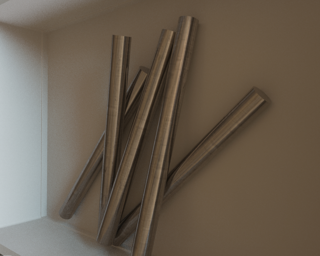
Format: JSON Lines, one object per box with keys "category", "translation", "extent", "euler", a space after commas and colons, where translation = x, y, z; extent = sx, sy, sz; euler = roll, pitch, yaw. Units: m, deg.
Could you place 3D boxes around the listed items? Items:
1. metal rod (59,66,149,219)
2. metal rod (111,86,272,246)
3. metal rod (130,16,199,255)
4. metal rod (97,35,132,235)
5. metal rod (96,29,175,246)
{"category": "metal rod", "translation": [-0.091, 0.036, 0.482], "extent": [0.025, 0.025, 0.298], "euler": [48, 118, 29]}
{"category": "metal rod", "translation": [0.020, 0.065, 0.390], "extent": [0.299, 0.025, 0.025], "euler": [-49, 61, 28]}
{"category": "metal rod", "translation": [0.006, 0.014, 0.378], "extent": [0.025, 0.025, 0.298], "euler": [11, 90, 39]}
{"category": "metal rod", "translation": [-0.066, 0.024, 0.437], "extent": [0.025, 0.025, 0.298], "euler": [20, 110, 38]}
{"category": "metal rod", "translation": [-0.032, 0.018, 0.415], "extent": [0.025, 0.025, 0.298], "euler": [24, 100, 37]}
